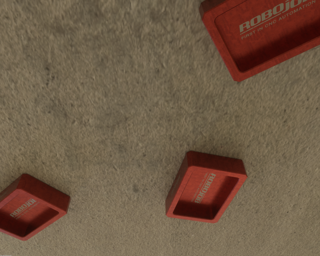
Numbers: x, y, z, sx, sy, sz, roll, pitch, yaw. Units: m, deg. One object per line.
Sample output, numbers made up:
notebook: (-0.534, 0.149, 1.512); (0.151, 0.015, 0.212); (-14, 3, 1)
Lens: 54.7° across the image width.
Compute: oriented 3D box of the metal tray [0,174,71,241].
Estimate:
metal tray: (-0.225, 0.136, 0.516); (0.130, 0.030, 0.090); (-36, 122, 26)

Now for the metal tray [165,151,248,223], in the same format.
metal tray: (0.068, 0.097, 0.487); (0.091, 0.030, 0.129); (11, 129, -10)

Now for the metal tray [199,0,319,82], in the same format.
metal tray: (0.117, -0.112, 0.309); (0.130, 0.030, 0.090); (-25, 126, 19)
